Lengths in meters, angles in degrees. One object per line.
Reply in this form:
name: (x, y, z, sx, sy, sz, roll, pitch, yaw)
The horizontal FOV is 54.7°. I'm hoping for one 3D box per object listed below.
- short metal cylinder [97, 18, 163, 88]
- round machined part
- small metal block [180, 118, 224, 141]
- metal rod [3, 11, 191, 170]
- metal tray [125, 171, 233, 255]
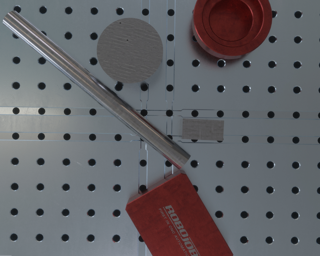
short metal cylinder: (-0.036, -0.094, 0.401, 0.081, 0.050, 0.079, 0, 90, 0)
round machined part: (0.091, -0.139, 0.406, 0.099, 0.042, 0.097, 0, 90, 0)
small metal block: (0.052, 0.002, 0.401, 0.050, 0.050, 0.025, 3, 90, 0)
metal rod: (-0.083, -0.050, 0.412, 0.300, 0.025, 0.025, 40, 90, 0)
metal tray: (0.025, 0.133, 0.411, 0.090, 0.030, 0.130, -30, 90, 0)
